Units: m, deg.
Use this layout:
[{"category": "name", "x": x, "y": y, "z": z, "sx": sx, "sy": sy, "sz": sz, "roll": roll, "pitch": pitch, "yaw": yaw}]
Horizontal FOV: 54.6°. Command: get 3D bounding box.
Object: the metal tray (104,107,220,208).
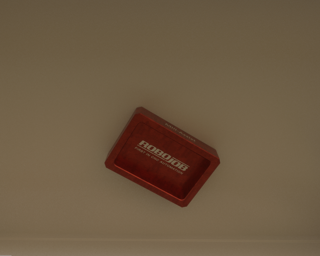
[{"category": "metal tray", "x": 0.003, "y": 0.042, "z": 0.423, "sx": 0.130, "sy": 0.030, "sz": 0.090, "roll": 30, "pitch": 107, "yaw": -11}]
